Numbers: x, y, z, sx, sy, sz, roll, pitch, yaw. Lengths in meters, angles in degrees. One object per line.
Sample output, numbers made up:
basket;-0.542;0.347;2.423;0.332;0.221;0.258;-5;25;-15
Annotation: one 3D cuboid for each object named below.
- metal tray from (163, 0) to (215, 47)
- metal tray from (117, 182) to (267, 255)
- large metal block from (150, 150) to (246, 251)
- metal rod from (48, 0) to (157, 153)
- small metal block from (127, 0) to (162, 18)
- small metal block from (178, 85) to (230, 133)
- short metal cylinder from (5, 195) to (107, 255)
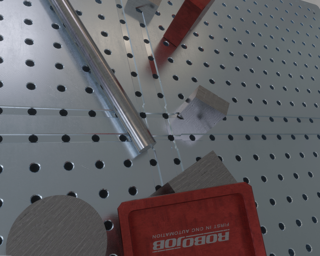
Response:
metal tray;0.062;-0.204;0.524;0.030;0.090;0.130;37;51;-4
metal tray;0.031;0.108;0.303;0.131;0.030;0.090;-9;79;0
large metal block;0.050;0.086;0.366;0.081;0.050;0.080;-29;78;-37
metal rod;-0.093;-0.099;0.418;0.025;0.025;0.299;-22;74;-36
small metal block;-0.023;-0.226;0.534;0.050;0.025;0.050;27;52;-12
small metal block;0.062;-0.026;0.441;0.050;0.050;0.025;30;52;-9
short metal cylinder;-0.094;0.106;0.277;0.081;0.050;0.080;14;56;-21
